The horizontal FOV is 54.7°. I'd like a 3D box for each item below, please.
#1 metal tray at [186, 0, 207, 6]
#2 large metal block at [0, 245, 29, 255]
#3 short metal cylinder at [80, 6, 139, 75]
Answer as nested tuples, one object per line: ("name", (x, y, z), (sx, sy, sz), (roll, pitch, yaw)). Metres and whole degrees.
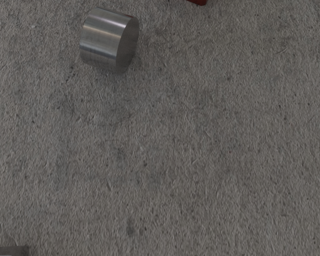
("metal tray", (0.031, -0.261, 0.501), (0.130, 0.030, 0.090), (24, 72, 8))
("large metal block", (-0.193, 0.154, 0.321), (0.081, 0.080, 0.050), (-7, 70, -3))
("short metal cylinder", (-0.067, -0.118, 0.421), (0.050, 0.080, 0.080), (19, 71, 7))
